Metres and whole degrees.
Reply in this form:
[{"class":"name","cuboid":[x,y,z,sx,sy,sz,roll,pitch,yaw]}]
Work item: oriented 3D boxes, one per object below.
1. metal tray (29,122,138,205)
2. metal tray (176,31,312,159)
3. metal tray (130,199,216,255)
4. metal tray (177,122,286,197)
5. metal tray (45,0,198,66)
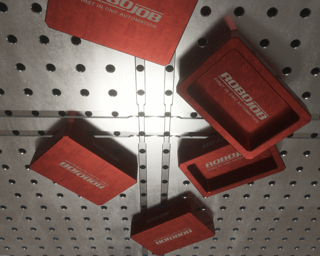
[{"class":"metal tray","cuboid":[-0.108,0.058,0.456,0.090,0.030,0.130,-36,122,26]},{"class":"metal tray","cuboid":[0.095,-0.034,0.358,0.130,0.030,0.090,42,119,-13]},{"class":"metal tray","cuboid":[0.023,0.184,0.566,0.130,0.030,0.090,-29,125,22]},{"class":"metal tray","cuboid":[0.103,0.046,0.449,0.130,0.030,0.090,-24,127,19]},{"class":"metal tray","cuboid":[-0.037,-0.123,0.303,0.131,0.030,0.089,16,128,-14]}]
